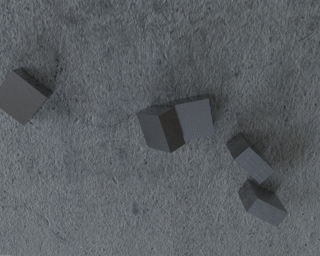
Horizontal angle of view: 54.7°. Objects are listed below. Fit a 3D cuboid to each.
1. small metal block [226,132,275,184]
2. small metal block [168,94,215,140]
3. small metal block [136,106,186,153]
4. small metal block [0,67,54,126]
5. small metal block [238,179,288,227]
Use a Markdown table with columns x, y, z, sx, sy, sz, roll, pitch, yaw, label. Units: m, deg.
| x | y | z | sx | sy | sz | roll | pitch | yaw | label |
| --- | --- | --- | --- | --- | --- | --- | --- | --- | --- |
| 0.119 | 0.039 | 0.412 | 0.050 | 0.050 | 0.025 | 41 | 105 | -14 | small metal block |
| 0.041 | -0.013 | 0.405 | 0.050 | 0.025 | 0.050 | -11 | 110 | 4 | small metal block |
| 0.001 | 0.000 | 0.394 | 0.025 | 0.050 | 0.050 | -30 | 113 | -29 | small metal block |
| -0.175 | -0.040 | 0.393 | 0.050 | 0.025 | 0.050 | 41 | 105 | -14 | small metal block |
| 0.143 | 0.105 | 0.436 | 0.050 | 0.050 | 0.025 | 27 | 108 | -10 | small metal block |
